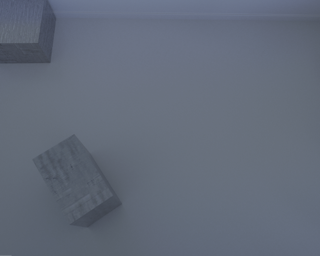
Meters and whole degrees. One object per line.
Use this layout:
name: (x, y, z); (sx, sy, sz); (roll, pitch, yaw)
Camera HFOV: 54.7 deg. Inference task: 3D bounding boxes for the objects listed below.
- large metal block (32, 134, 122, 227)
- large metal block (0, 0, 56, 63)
large metal block: (-0.091, 0.064, 0.356); (0.050, 0.080, 0.080); (-33, 74, -11)
large metal block: (-0.202, -0.141, 0.446); (0.081, 0.050, 0.080); (-1, 70, 0)
